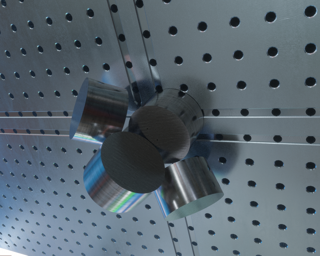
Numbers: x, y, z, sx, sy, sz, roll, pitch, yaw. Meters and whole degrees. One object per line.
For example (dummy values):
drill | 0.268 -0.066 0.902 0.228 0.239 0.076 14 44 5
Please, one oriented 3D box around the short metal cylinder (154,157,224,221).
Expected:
short metal cylinder | 0.034 0.078 0.396 0.080 0.081 0.050 -47 56 39

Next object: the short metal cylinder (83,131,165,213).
short metal cylinder | -0.041 0.051 0.361 0.080 0.080 0.050 41 129 -1

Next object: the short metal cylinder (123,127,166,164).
short metal cylinder | -0.035 0.043 0.438 0.080 0.050 0.079 13 124 20

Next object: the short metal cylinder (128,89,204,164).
short metal cylinder | 0.008 -0.002 0.387 0.080 0.050 0.079 13 124 20

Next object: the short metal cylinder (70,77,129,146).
short metal cylinder | -0.079 -0.019 0.395 0.050 0.080 0.080 15 133 -23
